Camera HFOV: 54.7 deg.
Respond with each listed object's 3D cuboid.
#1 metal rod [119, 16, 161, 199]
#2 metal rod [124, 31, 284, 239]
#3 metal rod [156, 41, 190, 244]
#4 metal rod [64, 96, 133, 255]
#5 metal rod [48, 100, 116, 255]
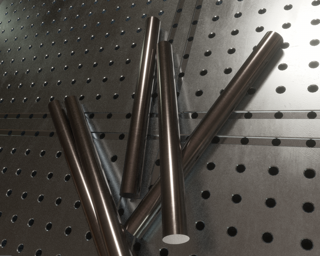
[{"bbox_3d":[-0.024,-0.048,0.448,0.025,0.025,0.299,-8,58,23],"label":"metal rod"},{"bbox_3d":[0.058,0.001,0.376,0.025,0.025,0.300,30,78,37],"label":"metal rod"},{"bbox_3d":[0.011,-0.011,0.384,0.025,0.025,0.300,-18,47,18],"label":"metal rod"},{"bbox_3d":[-0.088,0.052,0.406,0.025,0.025,0.300,-35,47,5],"label":"metal rod"},{"bbox_3d":[-0.110,0.060,0.427,0.025,0.025,0.300,-36,51,4],"label":"metal rod"}]
